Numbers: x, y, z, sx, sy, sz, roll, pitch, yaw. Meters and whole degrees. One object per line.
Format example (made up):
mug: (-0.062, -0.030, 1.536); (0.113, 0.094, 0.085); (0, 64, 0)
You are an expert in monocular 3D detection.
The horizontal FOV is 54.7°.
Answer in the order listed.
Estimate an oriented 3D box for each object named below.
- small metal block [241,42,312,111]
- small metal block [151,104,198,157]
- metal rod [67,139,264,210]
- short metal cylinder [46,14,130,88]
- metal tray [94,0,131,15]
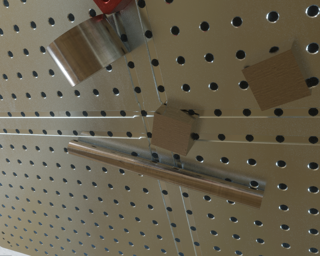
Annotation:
small metal block: (0.120, -0.051, 0.316); (0.050, 0.025, 0.050); (-20, 108, 35)
small metal block: (0.018, 0.003, 0.403); (0.050, 0.025, 0.050); (19, 126, 17)
metal rod: (-0.006, 0.062, 0.452); (0.301, 0.025, 0.025); (13, 124, 21)
short metal cylinder: (-0.084, -0.090, 0.364); (0.080, 0.080, 0.050); (-22, 107, 36)
metal tray: (-0.037, -0.191, 0.309); (0.130, 0.030, 0.090); (-31, 102, 38)
